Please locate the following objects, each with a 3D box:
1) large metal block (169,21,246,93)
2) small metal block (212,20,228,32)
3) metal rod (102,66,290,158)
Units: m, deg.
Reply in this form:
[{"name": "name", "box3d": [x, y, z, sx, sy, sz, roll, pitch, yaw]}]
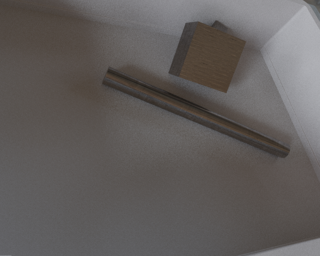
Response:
[{"name": "large metal block", "box3d": [0.069, -0.106, 0.467, 0.081, 0.079, 0.050, 15, 11, -20]}, {"name": "small metal block", "box3d": [0.086, -0.146, 0.527, 0.025, 0.050, 0.050, 31, 52, -9]}, {"name": "metal rod", "box3d": [0.063, -0.017, 0.451, 0.302, 0.025, 0.025, 22, 54, -16]}]
